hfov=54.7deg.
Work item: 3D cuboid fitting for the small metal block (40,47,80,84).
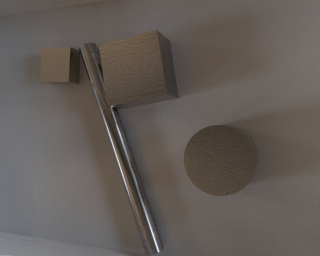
[{"bbox_3d":[-0.148,-0.092,0.461,0.050,0.025,0.050,3,91,19],"label":"small metal block"}]

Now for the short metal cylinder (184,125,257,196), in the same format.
[{"bbox_3d":[0.074,0.036,0.371,0.080,0.050,0.079,0,90,19],"label":"short metal cylinder"}]

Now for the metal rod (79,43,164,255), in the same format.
[{"bbox_3d":[-0.055,0.024,0.428,0.025,0.025,0.299,-21,83,18],"label":"metal rod"}]

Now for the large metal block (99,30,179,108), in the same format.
[{"bbox_3d":[-0.027,-0.073,0.406,0.080,0.050,0.080,-10,87,19],"label":"large metal block"}]
